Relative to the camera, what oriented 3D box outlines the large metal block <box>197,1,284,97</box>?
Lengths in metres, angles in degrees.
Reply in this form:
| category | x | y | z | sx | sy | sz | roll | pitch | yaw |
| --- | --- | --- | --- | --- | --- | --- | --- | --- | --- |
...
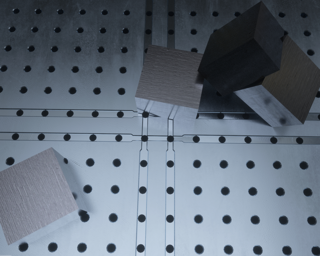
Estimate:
| category | x | y | z | sx | sy | sz | roll | pitch | yaw |
| --- | --- | --- | --- | --- | --- | --- | --- | --- | --- |
| large metal block | 0.102 | -0.097 | 0.385 | 0.050 | 0.080 | 0.080 | 41 | 49 | -23 |

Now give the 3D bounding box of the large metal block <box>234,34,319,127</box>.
| category | x | y | z | sx | sy | sz | roll | pitch | yaw |
| --- | --- | --- | --- | --- | --- | --- | --- | --- | --- |
| large metal block | 0.155 | -0.058 | 0.403 | 0.080 | 0.050 | 0.080 | 37 | 71 | -19 |

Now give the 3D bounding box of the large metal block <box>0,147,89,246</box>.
| category | x | y | z | sx | sy | sz | roll | pitch | yaw |
| --- | --- | --- | --- | --- | --- | --- | --- | --- | --- |
| large metal block | -0.143 | 0.081 | 0.368 | 0.080 | 0.050 | 0.080 | -27 | 72 | -9 |

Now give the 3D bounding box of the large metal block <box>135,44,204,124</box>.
| category | x | y | z | sx | sy | sz | roll | pitch | yaw |
| --- | --- | --- | --- | --- | --- | --- | --- | --- | --- |
| large metal block | 0.016 | -0.059 | 0.420 | 0.080 | 0.050 | 0.080 | 11 | 70 | 4 |
